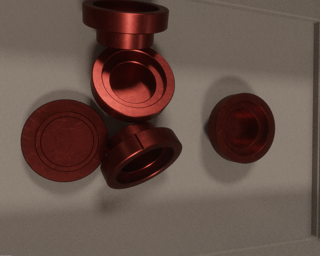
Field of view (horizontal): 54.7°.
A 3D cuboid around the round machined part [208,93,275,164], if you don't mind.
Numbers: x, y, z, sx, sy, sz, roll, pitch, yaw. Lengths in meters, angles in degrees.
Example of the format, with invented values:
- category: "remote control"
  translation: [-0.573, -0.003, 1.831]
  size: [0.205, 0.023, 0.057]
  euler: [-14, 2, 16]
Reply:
- category: "round machined part"
  translation: [0.112, 0.000, 0.444]
  size: [0.099, 0.042, 0.097]
  euler: [0, 90, -21]

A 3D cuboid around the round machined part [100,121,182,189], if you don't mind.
- category: "round machined part"
  translation: [-0.026, 0.029, 0.373]
  size: [0.099, 0.097, 0.042]
  euler: [-22, 63, -19]

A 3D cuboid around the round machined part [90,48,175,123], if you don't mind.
- category: "round machined part"
  translation: [-0.035, -0.051, 0.379]
  size: [0.099, 0.042, 0.098]
  euler: [6, 68, -15]

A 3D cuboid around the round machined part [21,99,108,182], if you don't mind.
- category: "round machined part"
  translation: [-0.109, 0.015, 0.362]
  size: [0.099, 0.042, 0.097]
  euler: [0, 90, -21]

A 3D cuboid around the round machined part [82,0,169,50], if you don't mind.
- category: "round machined part"
  translation: [-0.040, -0.122, 0.365]
  size: [0.099, 0.098, 0.042]
  euler: [-6, 122, -20]
